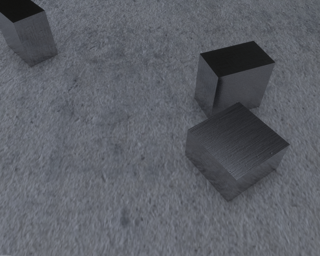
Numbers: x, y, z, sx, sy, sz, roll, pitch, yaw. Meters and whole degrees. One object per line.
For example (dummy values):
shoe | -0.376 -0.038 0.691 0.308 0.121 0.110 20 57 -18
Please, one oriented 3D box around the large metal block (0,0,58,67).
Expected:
large metal block | -0.217 -0.159 0.498 0.050 0.080 0.080 -36 59 -26

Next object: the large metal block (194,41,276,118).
large metal block | 0.097 -0.063 0.422 0.081 0.080 0.050 -17 52 -14

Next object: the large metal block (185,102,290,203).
large metal block | 0.087 0.026 0.366 0.081 0.050 0.080 -28 56 -22
